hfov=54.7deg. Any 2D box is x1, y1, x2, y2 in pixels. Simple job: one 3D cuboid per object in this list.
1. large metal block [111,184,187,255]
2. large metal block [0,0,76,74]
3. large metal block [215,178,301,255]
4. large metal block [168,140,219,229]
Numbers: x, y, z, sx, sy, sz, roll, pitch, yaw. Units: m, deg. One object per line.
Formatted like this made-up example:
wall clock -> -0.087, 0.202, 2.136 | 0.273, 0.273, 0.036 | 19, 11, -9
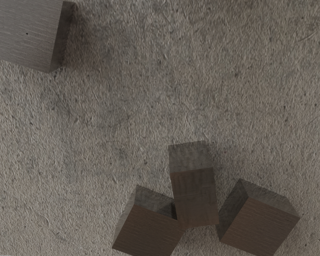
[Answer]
large metal block -> -0.014, 0.140, 0.448 | 0.080, 0.050, 0.080 | 23, 108, -9
large metal block -> -0.151, -0.116, 0.352 | 0.080, 0.050, 0.079 | 17, 109, -6
large metal block -> 0.136, 0.131, 0.446 | 0.080, 0.050, 0.080 | 23, 108, -9
large metal block -> 0.042, 0.071, 0.407 | 0.050, 0.080, 0.079 | -8, 110, 3
